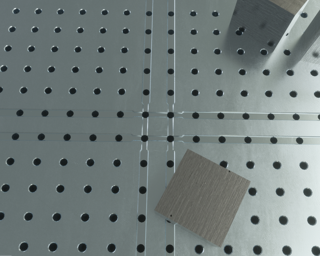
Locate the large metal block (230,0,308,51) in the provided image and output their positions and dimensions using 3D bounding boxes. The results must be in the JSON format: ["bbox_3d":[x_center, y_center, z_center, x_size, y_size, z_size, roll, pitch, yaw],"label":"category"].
[{"bbox_3d":[0.156,-0.171,0.446,0.080,0.080,0.050,37,74,12],"label":"large metal block"}]

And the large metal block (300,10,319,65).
[{"bbox_3d":[0.255,-0.128,0.431,0.080,0.080,0.050,13,71,5],"label":"large metal block"}]

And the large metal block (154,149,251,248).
[{"bbox_3d":[0.048,0.084,0.368,0.080,0.050,0.080,27,72,9],"label":"large metal block"}]
